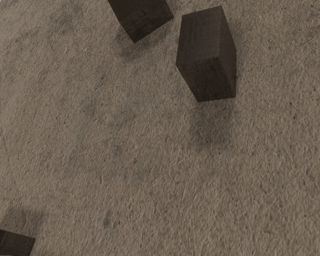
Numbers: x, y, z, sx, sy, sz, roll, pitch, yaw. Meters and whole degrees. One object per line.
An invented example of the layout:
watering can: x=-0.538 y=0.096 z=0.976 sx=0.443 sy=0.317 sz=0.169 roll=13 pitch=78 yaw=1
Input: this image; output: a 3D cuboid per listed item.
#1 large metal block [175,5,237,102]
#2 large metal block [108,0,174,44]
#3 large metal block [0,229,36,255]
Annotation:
large metal block: x=0.062 y=-0.090 z=0.390 sx=0.050 sy=0.080 sz=0.080 roll=-6 pitch=59 yaw=25
large metal block: x=-0.034 y=-0.205 z=0.530 sx=0.080 sy=0.050 sz=0.080 roll=-31 pitch=52 yaw=7
large metal block: x=-0.221 y=0.171 z=0.396 sx=0.080 sy=0.050 sz=0.080 roll=0 pitch=62 yaw=28
